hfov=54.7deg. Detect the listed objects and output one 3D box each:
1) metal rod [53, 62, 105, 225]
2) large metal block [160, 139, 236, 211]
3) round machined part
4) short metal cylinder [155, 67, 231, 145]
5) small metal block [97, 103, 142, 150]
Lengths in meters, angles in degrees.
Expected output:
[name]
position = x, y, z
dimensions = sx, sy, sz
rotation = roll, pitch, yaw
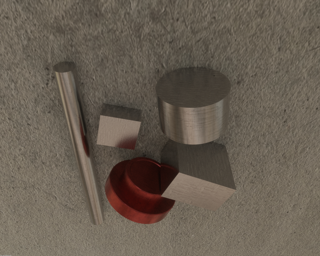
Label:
[metal rod]
position = -0.108, 0.045, 0.443
dimensions = 0.025, 0.025, 0.298
rotation = 0, 130, -1
[large metal block]
position = 0.048, 0.056, 0.420
dimensions = 0.081, 0.080, 0.050
rotation = 19, 127, -16
[round machined part]
position = -0.022, 0.078, 0.426
dimensions = 0.099, 0.098, 0.042
rotation = 19, 123, -16
[short metal cylinder]
position = 0.037, -0.027, 0.349
dimensions = 0.080, 0.080, 0.050
rotation = -4, 130, 3
[small metal block]
position = -0.054, -0.001, 0.405
dimensions = 0.050, 0.025, 0.050
rotation = 9, 130, -9
